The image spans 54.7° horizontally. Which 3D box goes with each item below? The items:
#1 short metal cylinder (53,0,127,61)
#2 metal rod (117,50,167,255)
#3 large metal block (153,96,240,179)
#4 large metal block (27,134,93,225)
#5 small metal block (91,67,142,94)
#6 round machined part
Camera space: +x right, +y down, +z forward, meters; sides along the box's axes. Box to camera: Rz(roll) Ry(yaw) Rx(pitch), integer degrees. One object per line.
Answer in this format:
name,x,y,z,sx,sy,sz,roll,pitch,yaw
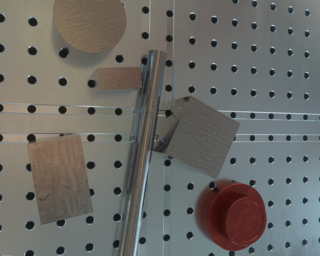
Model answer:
short metal cylinder,-0.085,-0.124,0.368,0.081,0.050,0.079,0,90,-20
metal rod,-0.025,0.048,0.403,0.025,0.025,0.298,10,87,-20
large metal block,0.048,0.013,0.417,0.080,0.050,0.080,27,81,-18
large metal block,-0.111,0.050,0.342,0.050,0.080,0.079,-10,94,-20
small metal block,-0.054,-0.057,0.379,0.050,0.050,0.025,-6,92,-20
round machined part,0.113,0.129,0.445,0.099,0.042,0.097,0,90,-20
